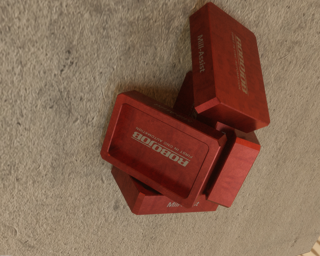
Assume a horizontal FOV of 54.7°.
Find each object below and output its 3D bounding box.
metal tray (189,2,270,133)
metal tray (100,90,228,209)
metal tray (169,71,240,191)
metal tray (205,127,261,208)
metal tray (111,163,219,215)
[{"bbox_3d":[0.078,-0.067,0.351,0.091,0.130,0.030,19,149,-36],"label":"metal tray"},{"bbox_3d":[0.000,0.022,0.360,0.030,0.130,0.089,-26,140,-62],"label":"metal tray"},{"bbox_3d":[0.046,0.004,0.395,0.030,0.090,0.129,7,115,-32],"label":"metal tray"},{"bbox_3d":[0.091,0.032,0.415,0.030,0.130,0.089,20,112,-1],"label":"metal tray"},{"bbox_3d":[0.010,0.073,0.418,0.131,0.090,0.030,7,115,-32],"label":"metal tray"}]
